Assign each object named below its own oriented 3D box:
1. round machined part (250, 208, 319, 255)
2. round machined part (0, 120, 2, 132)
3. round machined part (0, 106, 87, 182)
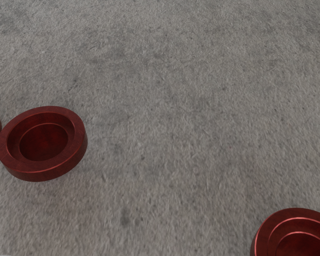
[{"bbox_3d":[0.133,0.128,0.286,0.099,0.042,0.098,0,50,0],"label":"round machined part"},{"bbox_3d":[-0.259,-0.002,0.391,0.099,0.042,0.098,0,50,0],"label":"round machined part"},{"bbox_3d":[-0.136,0.022,0.372,0.099,0.042,0.098,0,50,0],"label":"round machined part"}]
